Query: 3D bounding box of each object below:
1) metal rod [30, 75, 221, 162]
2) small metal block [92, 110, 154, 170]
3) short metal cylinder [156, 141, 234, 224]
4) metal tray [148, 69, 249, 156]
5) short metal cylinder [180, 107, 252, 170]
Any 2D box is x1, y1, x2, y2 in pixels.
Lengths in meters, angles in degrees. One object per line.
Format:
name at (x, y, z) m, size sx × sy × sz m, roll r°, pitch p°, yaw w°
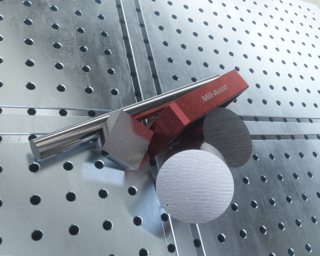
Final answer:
metal rod at (-0.017, -0.025, 0.409) m, size 0.302 × 0.025 × 0.025 m, roll -24°, pitch 75°, yaw -36°
small metal block at (-0.041, 0.015, 0.356) m, size 0.050 × 0.025 × 0.050 m, roll 36°, pitch 65°, yaw -29°
short metal cylinder at (0.038, 0.058, 0.345) m, size 0.080 × 0.080 × 0.050 m, roll 40°, pitch 9°, yaw -1°
metal tray at (0.046, -0.021, 0.399) m, size 0.131 × 0.090 × 0.030 m, roll -30°, pitch 79°, yaw -38°
short metal cylinder at (0.074, 0.019, 0.409) m, size 0.081 × 0.050 × 0.080 m, roll 13°, pitch 64°, yaw -28°
